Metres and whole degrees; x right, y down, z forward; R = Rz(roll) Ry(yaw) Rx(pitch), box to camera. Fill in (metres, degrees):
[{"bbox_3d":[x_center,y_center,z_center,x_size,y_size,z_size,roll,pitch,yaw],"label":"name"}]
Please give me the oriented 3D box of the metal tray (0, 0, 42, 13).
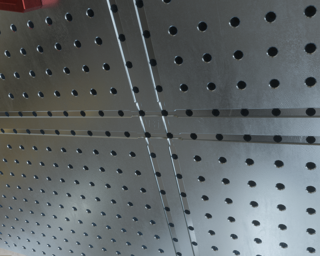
[{"bbox_3d":[-0.220,-0.202,0.396,0.130,0.030,0.089,14,124,20],"label":"metal tray"}]
